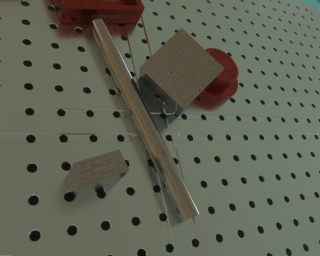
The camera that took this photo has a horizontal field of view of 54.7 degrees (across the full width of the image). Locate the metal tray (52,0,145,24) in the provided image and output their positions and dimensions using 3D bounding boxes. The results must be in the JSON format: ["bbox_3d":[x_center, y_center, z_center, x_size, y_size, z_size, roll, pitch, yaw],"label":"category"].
[{"bbox_3d":[-0.099,-0.205,0.477,0.131,0.030,0.090,-13,69,-34],"label":"metal tray"}]

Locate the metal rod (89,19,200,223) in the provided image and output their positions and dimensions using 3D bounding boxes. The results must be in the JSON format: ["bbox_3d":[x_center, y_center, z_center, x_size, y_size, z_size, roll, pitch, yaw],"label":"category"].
[{"bbox_3d":[-0.028,-0.022,0.407,0.025,0.025,0.299,-15,69,-34],"label":"metal rod"}]

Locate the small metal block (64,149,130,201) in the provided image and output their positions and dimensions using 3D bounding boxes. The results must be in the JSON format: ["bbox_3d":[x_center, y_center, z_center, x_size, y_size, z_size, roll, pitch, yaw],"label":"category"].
[{"bbox_3d":[-0.067,0.050,0.326,0.050,0.050,0.025,-15,70,-35],"label":"small metal block"}]

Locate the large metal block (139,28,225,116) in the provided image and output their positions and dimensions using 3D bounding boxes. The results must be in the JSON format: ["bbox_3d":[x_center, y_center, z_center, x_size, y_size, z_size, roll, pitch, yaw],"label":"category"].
[{"bbox_3d":[0.028,-0.076,0.434,0.080,0.050,0.080,44,81,2],"label":"large metal block"}]

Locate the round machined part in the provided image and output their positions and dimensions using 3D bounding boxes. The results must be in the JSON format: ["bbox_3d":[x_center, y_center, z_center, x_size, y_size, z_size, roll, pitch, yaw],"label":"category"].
[{"bbox_3d":[0.087,-0.090,0.501,0.099,0.042,0.098,14,56,-21],"label":"round machined part"}]
